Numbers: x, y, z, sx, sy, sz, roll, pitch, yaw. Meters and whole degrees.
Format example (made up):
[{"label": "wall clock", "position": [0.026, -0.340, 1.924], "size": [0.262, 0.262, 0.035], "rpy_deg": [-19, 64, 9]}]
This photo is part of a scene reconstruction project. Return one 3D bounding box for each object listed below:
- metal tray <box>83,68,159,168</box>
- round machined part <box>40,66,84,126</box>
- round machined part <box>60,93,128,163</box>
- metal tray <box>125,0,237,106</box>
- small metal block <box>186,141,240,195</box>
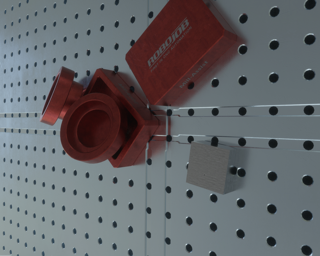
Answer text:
[{"label": "metal tray", "position": [-0.069, -0.016, 0.462], "size": [0.130, 0.030, 0.089], "rpy_deg": [49, 119, 29]}, {"label": "round machined part", "position": [-0.160, -0.049, 0.512], "size": [0.097, 0.042, 0.098], "rpy_deg": [-45, 32, 41]}, {"label": "round machined part", "position": [-0.089, 0.003, 0.440], "size": [0.098, 0.042, 0.098], "rpy_deg": [-8, 70, 22]}, {"label": "metal tray", "position": [0.020, -0.100, 0.390], "size": [0.129, 0.030, 0.090], "rpy_deg": [-43, 64, 31]}, {"label": "small metal block", "position": [0.061, 0.044, 0.359], "size": [0.050, 0.025, 0.050], "rpy_deg": [12, 98, 39]}]
